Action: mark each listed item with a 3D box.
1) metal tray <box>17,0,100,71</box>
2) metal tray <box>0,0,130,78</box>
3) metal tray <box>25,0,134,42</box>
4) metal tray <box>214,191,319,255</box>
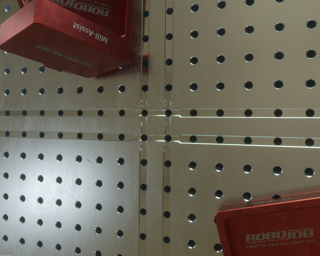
[{"bbox_3d":[-0.151,-0.163,0.461,0.090,0.030,0.130,-27,81,17],"label":"metal tray"},{"bbox_3d":[-0.112,-0.102,0.381,0.090,0.131,0.030,-9,75,40],"label":"metal tray"},{"bbox_3d":[-0.099,-0.160,0.395,0.030,0.131,0.089,6,93,58],"label":"metal tray"},{"bbox_3d":[0.139,0.130,0.360,0.130,0.030,0.090,-14,86,19],"label":"metal tray"}]
